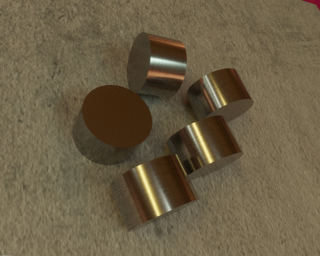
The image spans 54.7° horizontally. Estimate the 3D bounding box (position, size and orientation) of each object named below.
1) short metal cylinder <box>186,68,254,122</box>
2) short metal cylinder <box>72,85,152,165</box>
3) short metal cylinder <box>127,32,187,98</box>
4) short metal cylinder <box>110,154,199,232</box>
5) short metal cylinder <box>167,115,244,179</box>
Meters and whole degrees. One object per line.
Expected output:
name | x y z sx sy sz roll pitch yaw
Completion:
short metal cylinder | 0.084 -0.041 0.441 0.081 0.080 0.050 -9 67 -32
short metal cylinder | -0.056 -0.003 0.361 0.081 0.050 0.080 14 56 -21
short metal cylinder | -0.006 -0.084 0.418 0.050 0.080 0.080 5 60 -26
short metal cylinder | -0.006 0.068 0.325 0.081 0.080 0.050 -13 69 -34
short metal cylinder | 0.055 0.026 0.384 0.081 0.080 0.050 -11 68 -33
